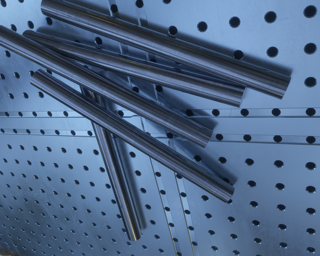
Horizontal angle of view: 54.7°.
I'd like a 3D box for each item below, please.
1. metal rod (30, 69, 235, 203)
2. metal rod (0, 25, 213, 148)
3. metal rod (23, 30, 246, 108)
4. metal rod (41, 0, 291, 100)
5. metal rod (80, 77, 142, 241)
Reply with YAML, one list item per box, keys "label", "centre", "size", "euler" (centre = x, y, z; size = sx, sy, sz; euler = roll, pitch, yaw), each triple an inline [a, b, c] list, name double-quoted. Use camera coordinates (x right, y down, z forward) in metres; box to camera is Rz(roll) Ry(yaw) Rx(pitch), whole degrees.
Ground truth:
- label: "metal rod"
  centre: [-0.035, 0.011, 0.412]
  size: [0.301, 0.025, 0.025]
  euler: [32, 129, -2]
- label: "metal rod"
  centre: [-0.073, -0.053, 0.393]
  size: [0.301, 0.025, 0.025]
  euler: [27, 128, 2]
- label: "metal rod"
  centre: [-0.045, -0.079, 0.384]
  size: [0.301, 0.025, 0.025]
  euler: [18, 126, 17]
- label: "metal rod"
  centre: [-0.006, -0.097, 0.352]
  size: [0.301, 0.025, 0.025]
  euler: [23, 127, 14]
- label: "metal rod"
  centre: [-0.072, 0.061, 0.484]
  size: [0.025, 0.025, 0.298]
  euler: [2, 120, 27]
